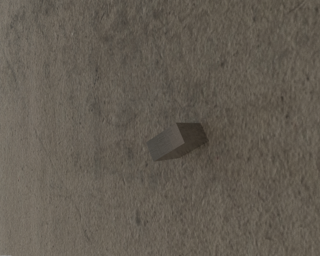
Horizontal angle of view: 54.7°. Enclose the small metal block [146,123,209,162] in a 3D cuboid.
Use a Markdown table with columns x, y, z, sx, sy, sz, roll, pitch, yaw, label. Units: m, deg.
| x | y | z | sx | sy | sz | roll | pitch | yaw | label |
| --- | --- | --- | --- | --- | --- | --- | --- | --- | --- |
| 0.021 | 0.017 | 0.370 | 0.050 | 0.050 | 0.025 | -34 | 69 | 34 | small metal block |
